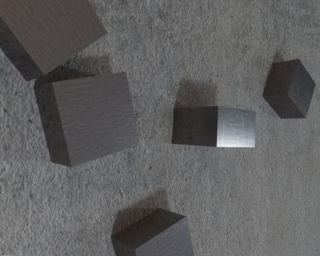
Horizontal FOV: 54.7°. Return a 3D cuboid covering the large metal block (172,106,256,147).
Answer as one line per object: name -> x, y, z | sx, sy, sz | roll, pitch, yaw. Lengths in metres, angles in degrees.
large metal block -> 0.075, 0.000, 0.431 | 0.081, 0.080, 0.050 | 4, 88, -40

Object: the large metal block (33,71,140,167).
large metal block -> -0.075, -0.012, 0.325 | 0.081, 0.050, 0.079 | -17, 101, -39

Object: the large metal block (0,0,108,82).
large metal block -> -0.112, -0.102, 0.294 | 0.080, 0.050, 0.080 | -46, 118, -30

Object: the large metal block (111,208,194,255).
large metal block -> -0.005, 0.158, 0.384 | 0.081, 0.050, 0.079 | -20, 103, -38

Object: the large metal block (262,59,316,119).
large metal block -> 0.251, -0.073, 0.598 | 0.080, 0.050, 0.080 | 38, 67, -34
